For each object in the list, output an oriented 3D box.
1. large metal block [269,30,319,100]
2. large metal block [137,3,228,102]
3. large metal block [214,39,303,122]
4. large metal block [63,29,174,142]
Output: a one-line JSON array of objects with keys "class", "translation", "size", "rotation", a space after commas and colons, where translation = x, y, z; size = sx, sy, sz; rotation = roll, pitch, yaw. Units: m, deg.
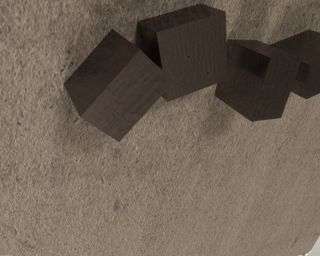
[{"class": "large metal block", "translation": [0.205, -0.091, 0.430], "size": [0.081, 0.080, 0.050], "rotation": [-23, 127, -15]}, {"class": "large metal block", "translation": [0.028, -0.087, 0.354], "size": [0.081, 0.050, 0.080], "rotation": [-22, 127, -16]}, {"class": "large metal block", "translation": [0.122, -0.064, 0.401], "size": [0.050, 0.080, 0.079], "rotation": [-6, 121, -26]}, {"class": "large metal block", "translation": [-0.046, -0.046, 0.319], "size": [0.080, 0.080, 0.050], "rotation": [-47, 129, 5]}]
